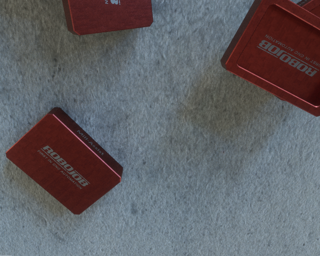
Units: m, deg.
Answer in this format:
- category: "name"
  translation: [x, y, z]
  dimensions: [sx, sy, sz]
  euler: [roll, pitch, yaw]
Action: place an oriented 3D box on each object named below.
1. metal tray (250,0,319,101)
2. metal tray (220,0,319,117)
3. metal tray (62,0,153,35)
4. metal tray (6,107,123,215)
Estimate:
- category: "metal tray"
  translation: [0.181, -0.104, 0.371]
  dimensions: [0.130, 0.030, 0.090]
  euler: [-32, 107, 11]
- category: "metal tray"
  translation: [0.147, -0.080, 0.347]
  dimensions: [0.131, 0.030, 0.089]
  euler: [25, 108, -10]
- category: "metal tray"
  translation: [-0.060, -0.169, 0.322]
  dimensions: [0.091, 0.030, 0.129]
  euler: [-16, 114, -23]
- category: "metal tray"
  translation: [-0.127, 0.047, 0.423]
  dimensions: [0.090, 0.030, 0.130]
  euler: [-40, 106, 13]
